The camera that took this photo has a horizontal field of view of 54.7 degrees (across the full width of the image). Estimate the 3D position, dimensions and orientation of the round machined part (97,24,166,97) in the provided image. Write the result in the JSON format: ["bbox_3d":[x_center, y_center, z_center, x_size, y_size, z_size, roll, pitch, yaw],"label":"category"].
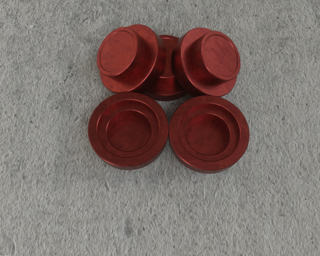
[{"bbox_3d":[-0.044,-0.093,0.408,0.098,0.042,0.098,-10,71,31],"label":"round machined part"}]

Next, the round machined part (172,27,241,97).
[{"bbox_3d":[0.068,-0.088,0.410,0.099,0.042,0.098,8,74,-30],"label":"round machined part"}]

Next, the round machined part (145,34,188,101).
[{"bbox_3d":[0.007,-0.090,0.433,0.099,0.042,0.098,0,70,-1],"label":"round machined part"}]

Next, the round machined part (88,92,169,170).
[{"bbox_3d":[-0.039,0.006,0.397,0.099,0.042,0.098,0,70,-1],"label":"round machined part"}]

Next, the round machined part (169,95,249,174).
[{"bbox_3d":[0.060,0.011,0.397,0.099,0.042,0.098,0,70,-1],"label":"round machined part"}]
